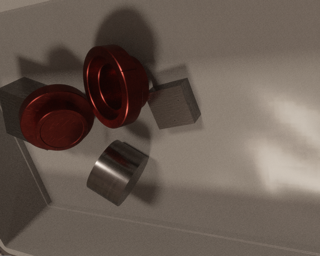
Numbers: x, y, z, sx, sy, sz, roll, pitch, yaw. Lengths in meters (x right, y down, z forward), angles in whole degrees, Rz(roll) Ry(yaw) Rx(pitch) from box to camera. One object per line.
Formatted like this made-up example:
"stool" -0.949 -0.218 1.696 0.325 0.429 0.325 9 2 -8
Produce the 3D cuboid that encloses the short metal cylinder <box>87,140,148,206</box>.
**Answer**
"short metal cylinder" -0.059 0.064 0.442 0.050 0.080 0.079 30 128 8

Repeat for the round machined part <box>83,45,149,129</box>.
"round machined part" -0.050 -0.051 0.375 0.098 0.042 0.097 25 124 44

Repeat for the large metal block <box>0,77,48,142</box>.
"large metal block" -0.191 -0.023 0.477 0.080 0.050 0.079 20 126 16

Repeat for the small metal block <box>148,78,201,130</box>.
"small metal block" 0.016 -0.029 0.381 0.050 0.025 0.050 -10 114 32

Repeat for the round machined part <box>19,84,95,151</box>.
"round machined part" -0.138 -0.008 0.426 0.042 0.099 0.097 52 143 45
